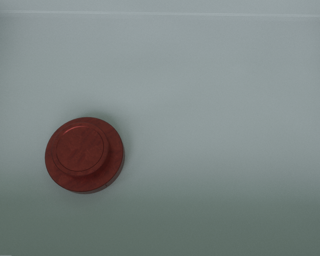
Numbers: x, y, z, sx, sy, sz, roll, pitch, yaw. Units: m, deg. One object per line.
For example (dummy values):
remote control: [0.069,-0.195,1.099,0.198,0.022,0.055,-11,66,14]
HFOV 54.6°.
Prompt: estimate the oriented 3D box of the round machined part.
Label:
round machined part: [-0.095,0.031,0.389,0.099,0.042,0.098,0,70,0]
